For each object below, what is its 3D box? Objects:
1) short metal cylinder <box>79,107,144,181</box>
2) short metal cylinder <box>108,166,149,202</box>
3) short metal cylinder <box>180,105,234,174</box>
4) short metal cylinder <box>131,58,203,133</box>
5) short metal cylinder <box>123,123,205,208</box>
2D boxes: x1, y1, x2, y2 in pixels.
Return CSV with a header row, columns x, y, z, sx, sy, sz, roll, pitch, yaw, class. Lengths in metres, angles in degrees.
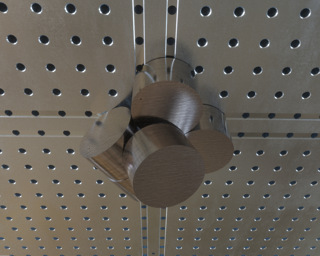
x,y,z,sx,sy,sz,roll,pitch,yaw,class
-0.054,0.019,0.391,0.080,0.080,0.050,-27,125,21,short metal cylinder
-0.027,0.052,0.419,0.080,0.080,0.050,-27,125,20,short metal cylinder
0.053,0.016,0.408,0.081,0.050,0.079,0,130,0,short metal cylinder
0.008,-0.035,0.364,0.081,0.050,0.079,0,130,0,short metal cylinder
0.003,0.041,0.346,0.081,0.050,0.079,-9,119,-16,short metal cylinder
